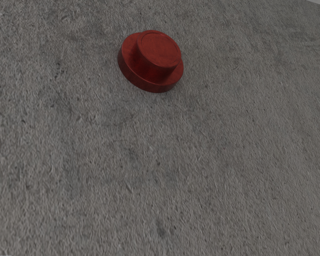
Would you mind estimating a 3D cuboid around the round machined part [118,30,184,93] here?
[{"bbox_3d":[-0.008,-0.103,0.451,0.099,0.042,0.098,13,56,-21],"label":"round machined part"}]
